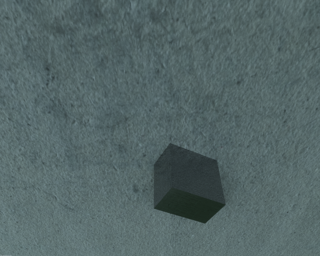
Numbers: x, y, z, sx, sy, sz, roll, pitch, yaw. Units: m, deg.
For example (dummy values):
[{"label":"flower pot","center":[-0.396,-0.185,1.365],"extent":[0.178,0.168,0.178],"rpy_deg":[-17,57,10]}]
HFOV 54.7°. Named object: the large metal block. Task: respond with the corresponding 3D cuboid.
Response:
[{"label":"large metal block","center":[0.039,0.078,0.438],"extent":[0.080,0.080,0.050],"rpy_deg":[21,127,-18]}]
